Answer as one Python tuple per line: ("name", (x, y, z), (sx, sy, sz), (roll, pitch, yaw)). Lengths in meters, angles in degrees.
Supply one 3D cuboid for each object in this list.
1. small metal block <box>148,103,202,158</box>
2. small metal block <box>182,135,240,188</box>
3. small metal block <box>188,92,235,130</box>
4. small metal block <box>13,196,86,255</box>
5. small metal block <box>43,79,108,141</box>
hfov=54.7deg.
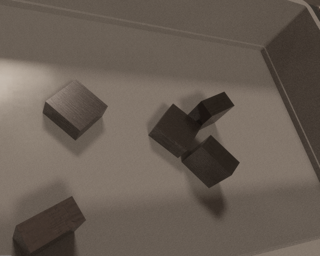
("small metal block", (0.021, 0.003, 0.416), (0.050, 0.025, 0.050), (38, 51, -3))
("small metal block", (0.064, 0.044, 0.399), (0.050, 0.050, 0.025), (44, 51, 2))
("small metal block", (0.069, -0.022, 0.442), (0.050, 0.050, 0.025), (-24, 75, -37))
("small metal block", (-0.101, 0.091, 0.280), (0.050, 0.050, 0.025), (-25, 76, -37))
("small metal block", (-0.100, -0.022, 0.366), (0.050, 0.025, 0.050), (41, 51, -1))
